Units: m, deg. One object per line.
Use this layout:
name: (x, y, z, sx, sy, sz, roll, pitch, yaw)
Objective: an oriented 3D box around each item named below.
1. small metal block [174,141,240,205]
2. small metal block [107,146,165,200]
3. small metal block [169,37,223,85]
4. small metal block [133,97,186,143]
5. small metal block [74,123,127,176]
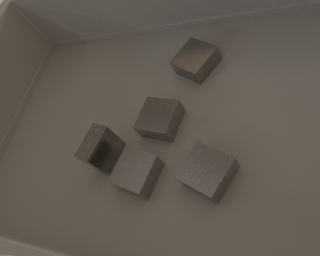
small metal block: (0.053, 0.049, 0.347, 0.050, 0.025, 0.050, 25, 75, 36)
small metal block: (-0.029, 0.056, 0.386, 0.050, 0.025, 0.050, 13, 68, 33)
small metal block: (0.051, -0.095, 0.437, 0.050, 0.025, 0.050, 33, 80, 38)
small metal block: (0.000, -0.012, 0.412, 0.050, 0.025, 0.050, 10, 67, 32)
small metal block: (-0.078, 0.029, 0.411, 0.025, 0.050, 0.050, 15, 69, 34)
